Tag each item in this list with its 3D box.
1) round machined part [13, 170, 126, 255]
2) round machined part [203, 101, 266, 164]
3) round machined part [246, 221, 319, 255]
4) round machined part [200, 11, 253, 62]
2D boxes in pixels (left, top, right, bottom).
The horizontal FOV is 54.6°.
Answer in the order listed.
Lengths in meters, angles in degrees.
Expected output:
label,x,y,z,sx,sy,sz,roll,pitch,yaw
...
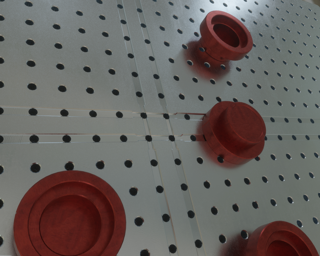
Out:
label,x,y,z,sx,sy,sz,roll,pitch,yaw
round machined part,-0.086,0.093,0.294,0.099,0.042,0.098,13,56,-21
round machined part,0.116,0.000,0.459,0.099,0.042,0.098,14,56,-21
round machined part,0.143,0.166,0.373,0.099,0.042,0.098,13,56,-21
round machined part,0.113,-0.158,0.554,0.099,0.042,0.098,13,56,-21
